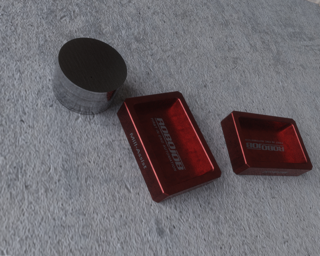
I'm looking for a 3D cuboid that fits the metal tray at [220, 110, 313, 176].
[{"bbox_3d":[0.162,0.025,0.472,0.131,0.030,0.090,5,59,-26],"label":"metal tray"}]

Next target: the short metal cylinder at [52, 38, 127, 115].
[{"bbox_3d":[-0.087,-0.063,0.379,0.081,0.050,0.080,14,56,-21],"label":"short metal cylinder"}]

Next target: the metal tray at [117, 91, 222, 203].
[{"bbox_3d":[0.011,0.019,0.394,0.091,0.030,0.130,-12,68,-33],"label":"metal tray"}]
